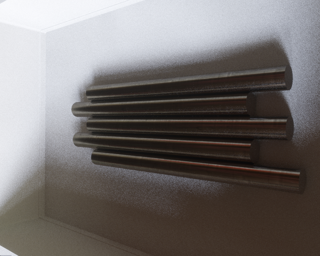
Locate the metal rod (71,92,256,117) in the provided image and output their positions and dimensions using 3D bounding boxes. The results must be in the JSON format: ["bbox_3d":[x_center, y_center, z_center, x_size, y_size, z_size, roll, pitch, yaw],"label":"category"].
[{"bbox_3d":[-0.020,-0.028,0.420,0.300,0.025,0.025,1,91,39],"label":"metal rod"}]

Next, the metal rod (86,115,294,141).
[{"bbox_3d":[0.010,-0.002,0.395,0.300,0.025,0.025,1,91,39],"label":"metal rod"}]

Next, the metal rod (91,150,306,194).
[{"bbox_3d":[0.019,0.048,0.388,0.300,0.025,0.025,1,91,39],"label":"metal rod"}]

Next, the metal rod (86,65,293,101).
[{"bbox_3d":[0.009,-0.052,0.396,0.300,0.025,0.025,1,91,39],"label":"metal rod"}]

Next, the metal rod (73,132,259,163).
[{"bbox_3d":[-0.017,0.022,0.417,0.300,0.025,0.025,1,91,39],"label":"metal rod"}]
